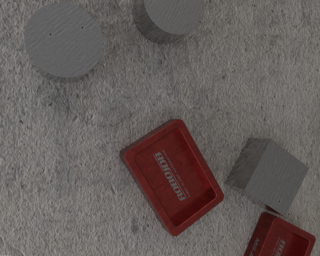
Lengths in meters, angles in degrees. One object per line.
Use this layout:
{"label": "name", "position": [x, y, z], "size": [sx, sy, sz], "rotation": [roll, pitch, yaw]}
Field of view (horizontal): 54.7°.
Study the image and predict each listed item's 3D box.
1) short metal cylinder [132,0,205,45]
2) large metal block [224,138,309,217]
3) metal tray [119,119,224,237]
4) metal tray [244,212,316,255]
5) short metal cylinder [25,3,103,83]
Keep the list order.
{"label": "short metal cylinder", "position": [0.010, -0.154, 0.399], "size": [0.081, 0.050, 0.079], "rotation": [0, 90, -20]}
{"label": "large metal block", "position": [0.156, 0.070, 0.453], "size": [0.080, 0.050, 0.080], "rotation": [34, 79, -17]}
{"label": "metal tray", "position": [0.018, 0.064, 0.412], "size": [0.090, 0.030, 0.130], "rotation": [-33, 101, -17]}
{"label": "metal tray", "position": [0.173, 0.206, 0.470], "size": [0.090, 0.030, 0.130], "rotation": [29, 80, -18]}
{"label": "short metal cylinder", "position": [-0.110, -0.094, 0.355], "size": [0.081, 0.050, 0.079], "rotation": [0, 90, -20]}
